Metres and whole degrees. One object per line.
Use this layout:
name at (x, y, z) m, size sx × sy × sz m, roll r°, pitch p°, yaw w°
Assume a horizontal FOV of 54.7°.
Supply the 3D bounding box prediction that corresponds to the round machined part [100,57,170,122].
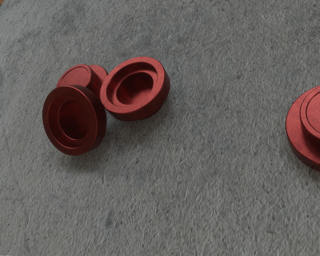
round machined part at (-0.031, -0.050, 0.438) m, size 0.098 × 0.042 × 0.098 m, roll -12°, pitch 55°, yaw 18°

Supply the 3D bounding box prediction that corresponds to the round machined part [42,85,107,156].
round machined part at (-0.116, -0.013, 0.441) m, size 0.098 × 0.042 × 0.097 m, roll 6°, pitch 103°, yaw 26°

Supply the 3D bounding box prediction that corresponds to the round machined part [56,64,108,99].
round machined part at (-0.127, -0.064, 0.499) m, size 0.098 × 0.042 × 0.098 m, roll -13°, pitch 56°, yaw 21°

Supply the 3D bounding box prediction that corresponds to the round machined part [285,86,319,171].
round machined part at (0.176, -0.006, 0.304) m, size 0.098 × 0.042 × 0.098 m, roll -13°, pitch 56°, yaw 21°
